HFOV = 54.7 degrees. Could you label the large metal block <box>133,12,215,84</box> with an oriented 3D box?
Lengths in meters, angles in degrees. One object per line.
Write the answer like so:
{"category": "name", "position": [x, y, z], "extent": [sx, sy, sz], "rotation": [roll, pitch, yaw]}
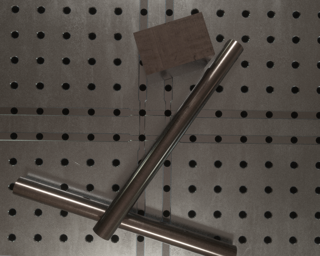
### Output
{"category": "large metal block", "position": [0.016, -0.095, 0.386], "extent": [0.080, 0.080, 0.050], "rotation": [-17, 90, 0]}

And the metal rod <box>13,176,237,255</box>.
{"category": "metal rod", "position": [-0.045, 0.123, 0.412], "extent": [0.302, 0.025, 0.025], "rotation": [18, 90, -1]}

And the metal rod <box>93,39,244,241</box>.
{"category": "metal rod", "position": [0.014, 0.011, 0.399], "extent": [0.025, 0.025, 0.300], "rotation": [36, 84, -1]}
